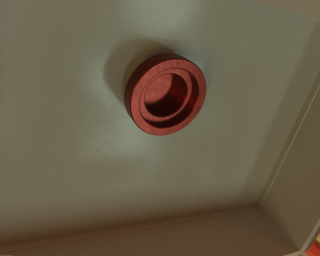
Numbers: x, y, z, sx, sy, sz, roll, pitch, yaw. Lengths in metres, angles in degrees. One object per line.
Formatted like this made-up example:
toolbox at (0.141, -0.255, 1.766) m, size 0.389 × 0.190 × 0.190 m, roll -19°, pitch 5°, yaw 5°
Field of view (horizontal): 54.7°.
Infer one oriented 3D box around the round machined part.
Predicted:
round machined part at (0.003, -0.043, 0.374) m, size 0.099 × 0.042 × 0.097 m, roll -14°, pitch 125°, yaw -21°
